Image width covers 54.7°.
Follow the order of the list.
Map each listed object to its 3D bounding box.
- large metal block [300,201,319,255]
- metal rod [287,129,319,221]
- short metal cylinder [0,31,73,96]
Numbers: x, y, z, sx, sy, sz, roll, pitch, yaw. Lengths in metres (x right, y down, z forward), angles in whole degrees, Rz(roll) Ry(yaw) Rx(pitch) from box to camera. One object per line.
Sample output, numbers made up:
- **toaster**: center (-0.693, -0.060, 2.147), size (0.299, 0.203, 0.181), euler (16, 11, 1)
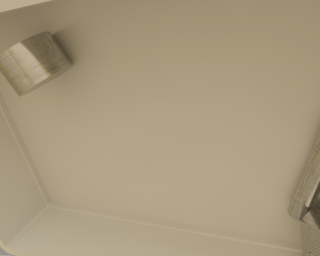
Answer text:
- **large metal block**: center (0.211, 0.137, 0.345), size (0.080, 0.050, 0.080), euler (20, 132, 53)
- **metal rod**: center (0.179, -0.019, 0.302), size (0.025, 0.025, 0.298), euler (16, 125, 18)
- **short metal cylinder**: center (-0.164, -0.083, 0.406), size (0.080, 0.080, 0.050), euler (-21, 107, 35)
